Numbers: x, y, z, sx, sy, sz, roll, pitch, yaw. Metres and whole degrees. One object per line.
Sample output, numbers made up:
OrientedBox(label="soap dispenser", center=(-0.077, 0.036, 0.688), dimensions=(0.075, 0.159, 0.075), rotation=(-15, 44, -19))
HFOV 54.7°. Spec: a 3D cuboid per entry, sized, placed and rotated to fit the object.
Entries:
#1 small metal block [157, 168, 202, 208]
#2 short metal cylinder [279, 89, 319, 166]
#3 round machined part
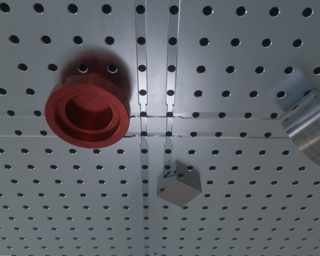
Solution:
OrientedBox(label="small metal block", center=(0.030, 0.096, 0.494), dimensions=(0.050, 0.025, 0.050), rotation=(29, 124, -23))
OrientedBox(label="short metal cylinder", center=(0.194, -0.001, 0.377), dimensions=(0.080, 0.080, 0.050), rotation=(31, 124, -24))
OrientedBox(label="round machined part", center=(-0.085, -0.024, 0.379), dimensions=(0.099, 0.042, 0.097), rotation=(0, 130, 0))
